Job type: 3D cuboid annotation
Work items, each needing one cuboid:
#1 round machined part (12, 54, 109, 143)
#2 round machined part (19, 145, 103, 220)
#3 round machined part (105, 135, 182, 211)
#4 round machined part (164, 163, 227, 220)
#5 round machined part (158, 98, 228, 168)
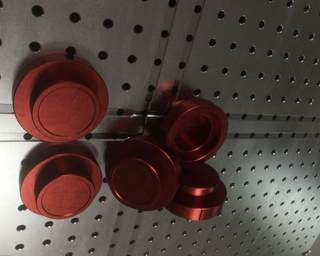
[{"bbox_3d":[-0.102,-0.025,0.330,0.099,0.042,0.097,-14,125,-21],"label":"round machined part"},{"bbox_3d":[-0.119,0.073,0.382,0.099,0.042,0.097,-14,124,-21],"label":"round machined part"},{"bbox_3d":[-0.025,0.062,0.390,0.098,0.042,0.097,5,107,16],"label":"round machined part"},{"bbox_3d":[0.047,0.081,0.442,0.099,0.098,0.042,-6,121,-26],"label":"round machined part"},{"bbox_3d":[0.041,0.003,0.426,0.099,0.042,0.097,-14,125,-21],"label":"round machined part"}]
